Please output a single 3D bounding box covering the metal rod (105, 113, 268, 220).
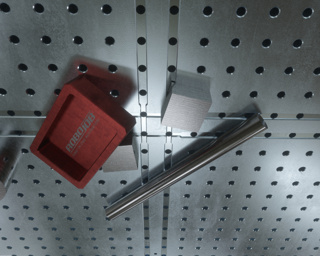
[{"bbox_3d":[0.024,0.069,0.470,0.299,0.025,0.025,-36,122,26],"label":"metal rod"}]

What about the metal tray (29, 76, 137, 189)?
[{"bbox_3d":[-0.101,0.010,0.395,0.090,0.030,0.129,39,122,-3],"label":"metal tray"}]

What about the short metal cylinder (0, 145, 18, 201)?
[{"bbox_3d":[-0.256,0.065,0.448,0.081,0.050,0.079,0,130,0],"label":"short metal cylinder"}]

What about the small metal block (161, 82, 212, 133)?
[{"bbox_3d":[0.032,-0.025,0.390,0.050,0.025,0.050,12,129,-10],"label":"small metal block"}]

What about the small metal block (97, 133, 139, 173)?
[{"bbox_3d":[-0.060,0.036,0.441,0.050,0.025,0.050,-5,130,4],"label":"small metal block"}]
